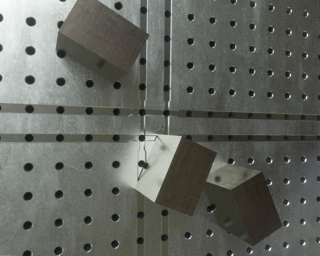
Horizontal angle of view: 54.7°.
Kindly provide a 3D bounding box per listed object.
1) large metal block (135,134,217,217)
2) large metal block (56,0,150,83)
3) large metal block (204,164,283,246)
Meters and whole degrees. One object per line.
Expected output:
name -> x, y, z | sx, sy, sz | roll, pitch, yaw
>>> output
large metal block -> 0.017, 0.055, 0.391 | 0.050, 0.080, 0.080 | 26, 82, -19
large metal block -> -0.069, -0.099, 0.358 | 0.080, 0.080, 0.050 | 30, 80, -18
large metal block -> 0.109, 0.101, 0.425 | 0.050, 0.080, 0.080 | -25, 99, -18
